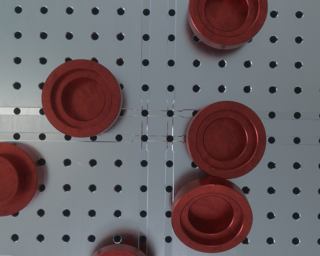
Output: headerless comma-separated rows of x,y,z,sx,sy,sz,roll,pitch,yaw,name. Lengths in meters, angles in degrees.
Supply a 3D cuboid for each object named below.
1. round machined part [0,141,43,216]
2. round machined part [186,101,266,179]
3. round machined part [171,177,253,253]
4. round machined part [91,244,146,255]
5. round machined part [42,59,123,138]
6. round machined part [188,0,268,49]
-0.209,0.067,0.404,0.099,0.042,0.097,0,90,0,round machined part
0.083,0.015,0.405,0.099,0.042,0.097,0,90,0,round machined part
0.064,0.106,0.396,0.098,0.042,0.097,1,108,3,round machined part
-0.054,0.200,0.405,0.099,0.042,0.097,0,90,0,round machined part
-0.097,-0.037,0.404,0.099,0.042,0.097,0,90,0,round machined part
0.085,-0.151,0.405,0.099,0.042,0.097,0,90,0,round machined part
